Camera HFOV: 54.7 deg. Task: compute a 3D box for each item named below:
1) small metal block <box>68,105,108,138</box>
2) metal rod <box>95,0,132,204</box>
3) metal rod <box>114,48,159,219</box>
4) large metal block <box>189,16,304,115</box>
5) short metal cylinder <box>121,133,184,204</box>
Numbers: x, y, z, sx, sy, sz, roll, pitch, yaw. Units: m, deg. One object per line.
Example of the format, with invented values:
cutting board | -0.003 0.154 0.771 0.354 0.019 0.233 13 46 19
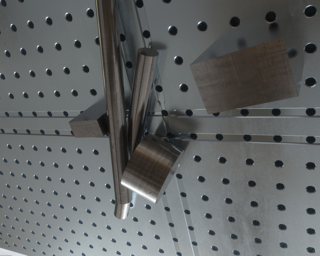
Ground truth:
small metal block | -0.089 -0.010 0.434 0.050 0.050 0.025 -4 117 29
metal rod | -0.057 -0.032 0.397 0.025 0.025 0.298 9 116 23
metal rod | -0.040 0.029 0.448 0.025 0.025 0.298 23 127 14
large metal block | 0.085 -0.060 0.293 0.080 0.080 0.050 -11 113 32
short metal cylinder | -0.008 0.053 0.412 0.050 0.080 0.079 27 128 11
